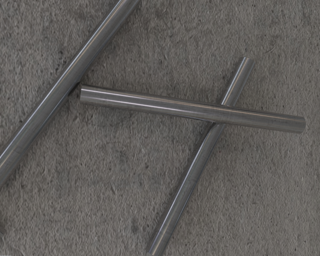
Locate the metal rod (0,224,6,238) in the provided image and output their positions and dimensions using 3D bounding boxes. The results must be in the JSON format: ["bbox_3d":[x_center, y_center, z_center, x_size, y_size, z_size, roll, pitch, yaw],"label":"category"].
[{"bbox_3d":[-0.274,0.011,0.308,0.025,0.025,0.300,-43,104,-15],"label":"metal rod"}]

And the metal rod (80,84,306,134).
[{"bbox_3d":[0.051,-0.023,0.406,0.302,0.025,0.025,7,88,-12],"label":"metal rod"}]

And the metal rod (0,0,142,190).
[{"bbox_3d":[-0.109,-0.056,0.368,0.025,0.025,0.300,37,78,-17],"label":"metal rod"}]

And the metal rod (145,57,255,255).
[{"bbox_3d":[0.060,0.033,0.430,0.025,0.025,0.299,31,80,-18],"label":"metal rod"}]
